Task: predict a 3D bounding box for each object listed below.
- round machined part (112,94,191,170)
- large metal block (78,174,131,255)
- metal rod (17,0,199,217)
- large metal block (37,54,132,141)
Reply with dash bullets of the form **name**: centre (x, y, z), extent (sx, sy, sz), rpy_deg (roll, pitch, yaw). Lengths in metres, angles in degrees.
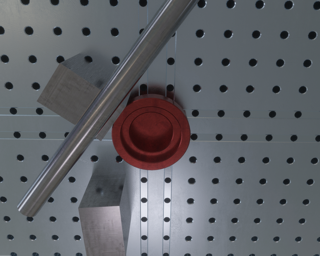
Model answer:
- **round machined part**: centre (-0.011, 0.002, 0.405), extent (0.099, 0.042, 0.097), rpy_deg (0, 110, 0)
- **large metal block**: centre (-0.072, 0.119, 0.427), extent (0.050, 0.080, 0.079), rpy_deg (-3, 110, 1)
- **metal rod**: centre (-0.062, -0.018, 0.320), extent (0.025, 0.025, 0.299), rpy_deg (36, 106, -12)
- **large metal block**: centre (-0.084, -0.040, 0.369), extent (0.080, 0.080, 0.050), rpy_deg (34, 107, -12)
